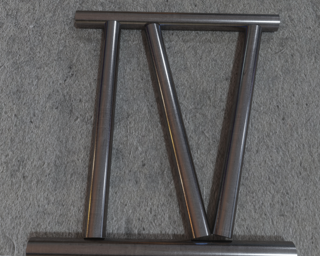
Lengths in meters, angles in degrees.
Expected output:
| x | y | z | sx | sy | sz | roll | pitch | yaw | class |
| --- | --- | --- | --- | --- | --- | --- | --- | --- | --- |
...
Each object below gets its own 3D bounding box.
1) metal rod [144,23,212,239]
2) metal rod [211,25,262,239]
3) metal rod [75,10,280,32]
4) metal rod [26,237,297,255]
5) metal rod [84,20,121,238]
| x | y | z | sx | sy | sz | roll | pitch | yaw | class |
| --- | --- | --- | --- | --- | --- | --- | --- | --- | --- |
| 0.018 | -0.010 | 0.412 | 0.025 | 0.025 | 0.299 | -11 | 70 | -4 | metal rod |
| 0.106 | -0.010 | 0.413 | 0.025 | 0.025 | 0.299 | 13 | 70 | 4 | metal rod |
| 0.026 | -0.162 | 0.469 | 0.302 | 0.025 | 0.025 | 1 | 70 | 0 | metal rod |
| 0.002 | 0.141 | 0.357 | 0.302 | 0.025 | 0.025 | 1 | 70 | 0 | metal rod |
| -0.073 | -0.013 | 0.412 | 0.025 | 0.025 | 0.299 | 1 | 70 | 0 | metal rod |
